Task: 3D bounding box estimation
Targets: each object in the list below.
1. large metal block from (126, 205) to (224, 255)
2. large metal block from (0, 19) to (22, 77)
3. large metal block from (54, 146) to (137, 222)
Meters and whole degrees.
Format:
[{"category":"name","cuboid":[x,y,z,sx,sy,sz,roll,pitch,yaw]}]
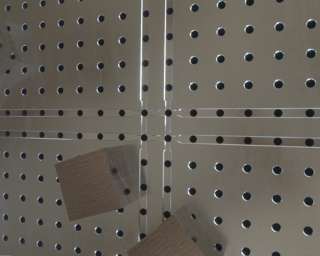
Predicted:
[{"category":"large metal block","cuboid":[0.020,0.159,0.392,0.080,0.050,0.080,-43,77,14]},{"category":"large metal block","cuboid":[-0.284,-0.126,0.497,0.080,0.050,0.080,-27,81,17]},{"category":"large metal block","cuboid":[-0.088,0.075,0.429,0.080,0.050,0.080,-19,84,18]}]
